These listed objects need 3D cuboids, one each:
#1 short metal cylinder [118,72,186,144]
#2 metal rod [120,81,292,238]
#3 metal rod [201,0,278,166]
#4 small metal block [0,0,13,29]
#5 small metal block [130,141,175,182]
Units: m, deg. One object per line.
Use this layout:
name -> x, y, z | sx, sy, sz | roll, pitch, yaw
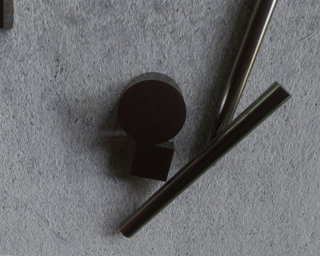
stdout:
short metal cylinder -> -0.009, -0.026, 0.387 | 0.081, 0.050, 0.079 | 0, 110, 0
metal rod -> 0.045, 0.055, 0.407 | 0.025, 0.025, 0.299 | 38, 114, -13
metal rod -> 0.105, -0.088, 0.378 | 0.025, 0.025, 0.298 | 15, 109, -6
small metal block -> -0.199, -0.144, 0.355 | 0.050, 0.025, 0.050 | 9, 110, -4
small metal block -> -0.011, 0.042, 0.425 | 0.050, 0.025, 0.050 | 12, 110, -5
